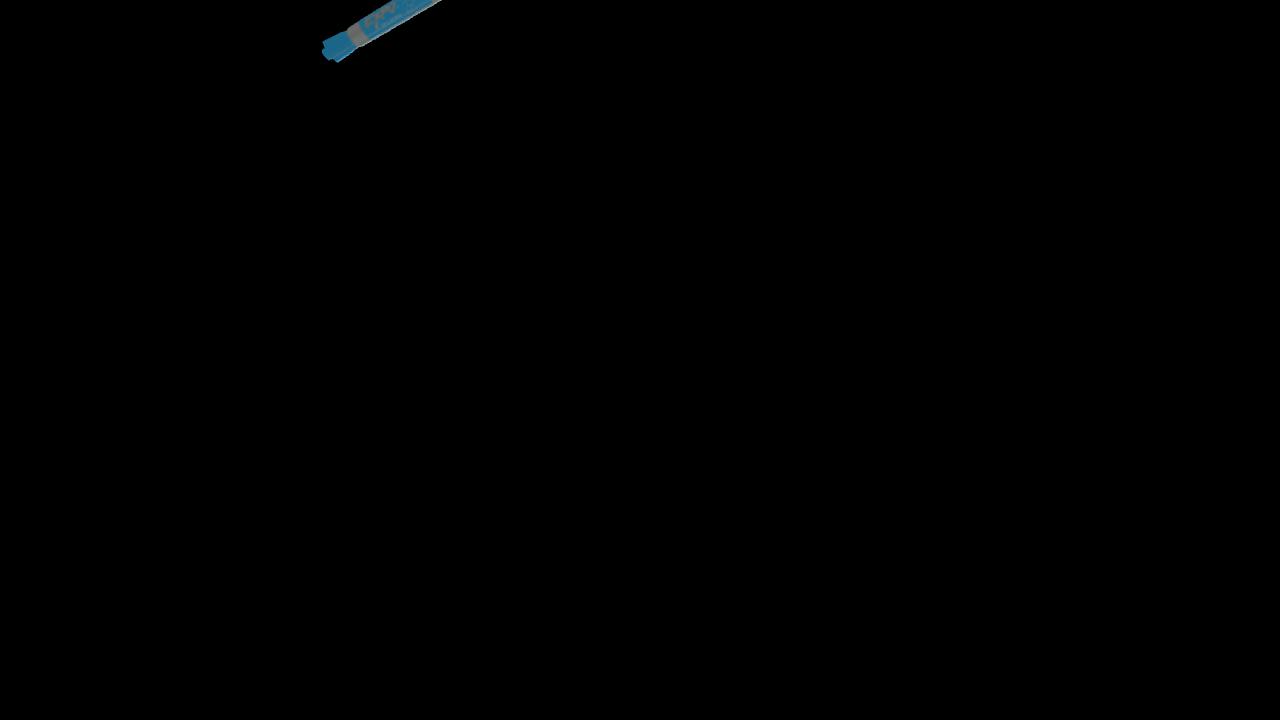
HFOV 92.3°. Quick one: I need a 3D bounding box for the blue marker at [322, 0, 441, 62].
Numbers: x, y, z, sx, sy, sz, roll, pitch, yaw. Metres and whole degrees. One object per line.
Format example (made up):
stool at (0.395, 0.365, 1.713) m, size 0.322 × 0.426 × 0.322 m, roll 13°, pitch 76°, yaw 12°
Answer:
blue marker at (-0.221, -0.293, 0.530) m, size 0.121 × 0.020 × 0.020 m, roll -27°, pitch -3°, yaw 6°
